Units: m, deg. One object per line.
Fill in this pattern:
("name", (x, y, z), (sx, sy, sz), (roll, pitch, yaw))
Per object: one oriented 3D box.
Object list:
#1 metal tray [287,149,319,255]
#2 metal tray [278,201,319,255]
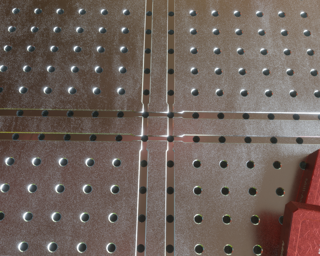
("metal tray", (0.216, 0.099, 0.373), (0.090, 0.030, 0.130), (21, 71, 7))
("metal tray", (0.173, 0.150, 0.326), (0.090, 0.030, 0.129), (8, 92, 8))
